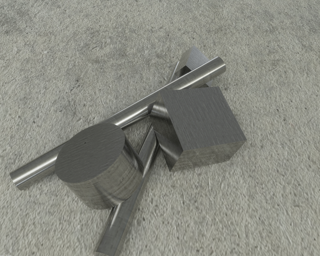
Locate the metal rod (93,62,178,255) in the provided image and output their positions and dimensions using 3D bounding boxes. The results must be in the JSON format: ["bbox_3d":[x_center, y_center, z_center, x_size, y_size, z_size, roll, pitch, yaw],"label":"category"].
[{"bbox_3d":[-0.009,0.015,0.391,0.025,0.025,0.300,14,51,11],"label":"metal rod"}]

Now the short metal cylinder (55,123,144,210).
[{"bbox_3d":[-0.064,0.041,0.337,0.080,0.050,0.080,-15,41,14],"label":"short metal cylinder"}]

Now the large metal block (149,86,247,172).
[{"bbox_3d":[0.042,0.000,0.370,0.081,0.050,0.080,-8,59,-23],"label":"large metal block"}]

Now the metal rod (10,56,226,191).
[{"bbox_3d":[-0.040,-0.014,0.393,0.302,0.025,0.025,-31,57,-16],"label":"metal rod"}]

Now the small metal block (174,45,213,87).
[{"bbox_3d":[0.054,-0.086,0.461,0.050,0.025,0.050,38,49,-20],"label":"small metal block"}]
